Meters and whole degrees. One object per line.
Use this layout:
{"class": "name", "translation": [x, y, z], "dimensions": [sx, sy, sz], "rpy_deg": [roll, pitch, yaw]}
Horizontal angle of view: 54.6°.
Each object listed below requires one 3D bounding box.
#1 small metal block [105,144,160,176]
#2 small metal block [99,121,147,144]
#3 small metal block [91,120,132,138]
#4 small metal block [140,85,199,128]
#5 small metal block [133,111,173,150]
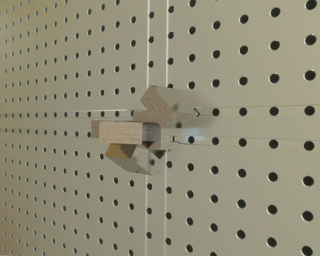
{"class": "small metal block", "translation": [-0.037, 0.040, 0.422], "dimensions": [0.050, 0.050, 0.025], "rpy_deg": [2, 60, 40]}
{"class": "small metal block", "translation": [-0.044, 0.005, 0.385], "dimensions": [0.050, 0.050, 0.025], "rpy_deg": [2, 92, 3]}
{"class": "small metal block", "translation": [-0.063, 0.002, 0.445], "dimensions": [0.050, 0.050, 0.025], "rpy_deg": [2, 92, 40]}
{"class": "small metal block", "translation": [0.012, -0.026, 0.384], "dimensions": [0.050, 0.050, 0.025], "rpy_deg": [51, 119, 28]}
{"class": "small metal block", "translation": [-0.010, 0.003, 0.419], "dimensions": [0.050, 0.025, 0.050], "rpy_deg": [2, 91, 39]}
